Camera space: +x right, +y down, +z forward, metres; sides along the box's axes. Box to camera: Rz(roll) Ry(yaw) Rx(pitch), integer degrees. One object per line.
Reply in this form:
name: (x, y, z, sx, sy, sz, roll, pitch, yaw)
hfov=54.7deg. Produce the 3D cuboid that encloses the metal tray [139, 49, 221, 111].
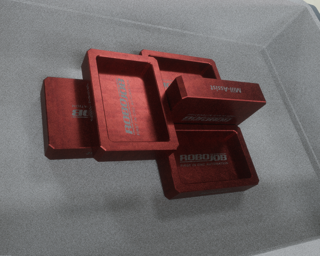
metal tray: (0.033, -0.065, 0.460, 0.131, 0.030, 0.090, 1, 61, -28)

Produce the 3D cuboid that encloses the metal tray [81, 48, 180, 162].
metal tray: (-0.037, -0.028, 0.359, 0.091, 0.030, 0.130, 1, 61, -28)

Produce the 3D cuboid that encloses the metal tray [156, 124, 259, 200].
metal tray: (0.061, 0.041, 0.409, 0.131, 0.030, 0.090, 1, 62, -28)

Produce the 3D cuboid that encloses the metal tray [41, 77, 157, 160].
metal tray: (-0.069, -0.012, 0.369, 0.131, 0.030, 0.090, 0, 62, -29)

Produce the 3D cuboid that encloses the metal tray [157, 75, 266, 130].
metal tray: (0.062, -0.026, 0.412, 0.131, 0.090, 0.030, 1, 62, -28)
